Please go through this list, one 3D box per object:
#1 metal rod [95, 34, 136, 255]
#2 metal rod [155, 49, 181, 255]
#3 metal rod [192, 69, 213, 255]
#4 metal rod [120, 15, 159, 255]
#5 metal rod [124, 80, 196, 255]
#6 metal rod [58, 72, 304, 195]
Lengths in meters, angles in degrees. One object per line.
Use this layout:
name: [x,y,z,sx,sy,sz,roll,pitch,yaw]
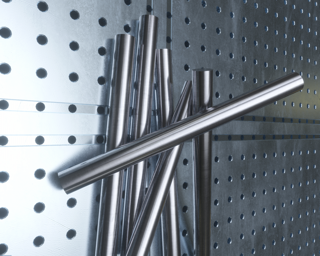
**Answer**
metal rod: [-0.053,0.040,0.363,0.025,0.025,0.299,8,85,-40]
metal rod: [0.010,0.047,0.416,0.025,0.025,0.298,-5,93,-40]
metal rod: [0.057,0.072,0.415,0.025,0.025,0.298,-18,114,-39]
metal rod: [-0.025,0.009,0.386,0.025,0.025,0.299,7,85,-40]
metal rod: [-0.004,0.079,0.371,0.025,0.025,0.299,31,71,-36]
metal rod: [0.034,0.000,0.356,0.302,0.025,0.025,-23,107,-11]
